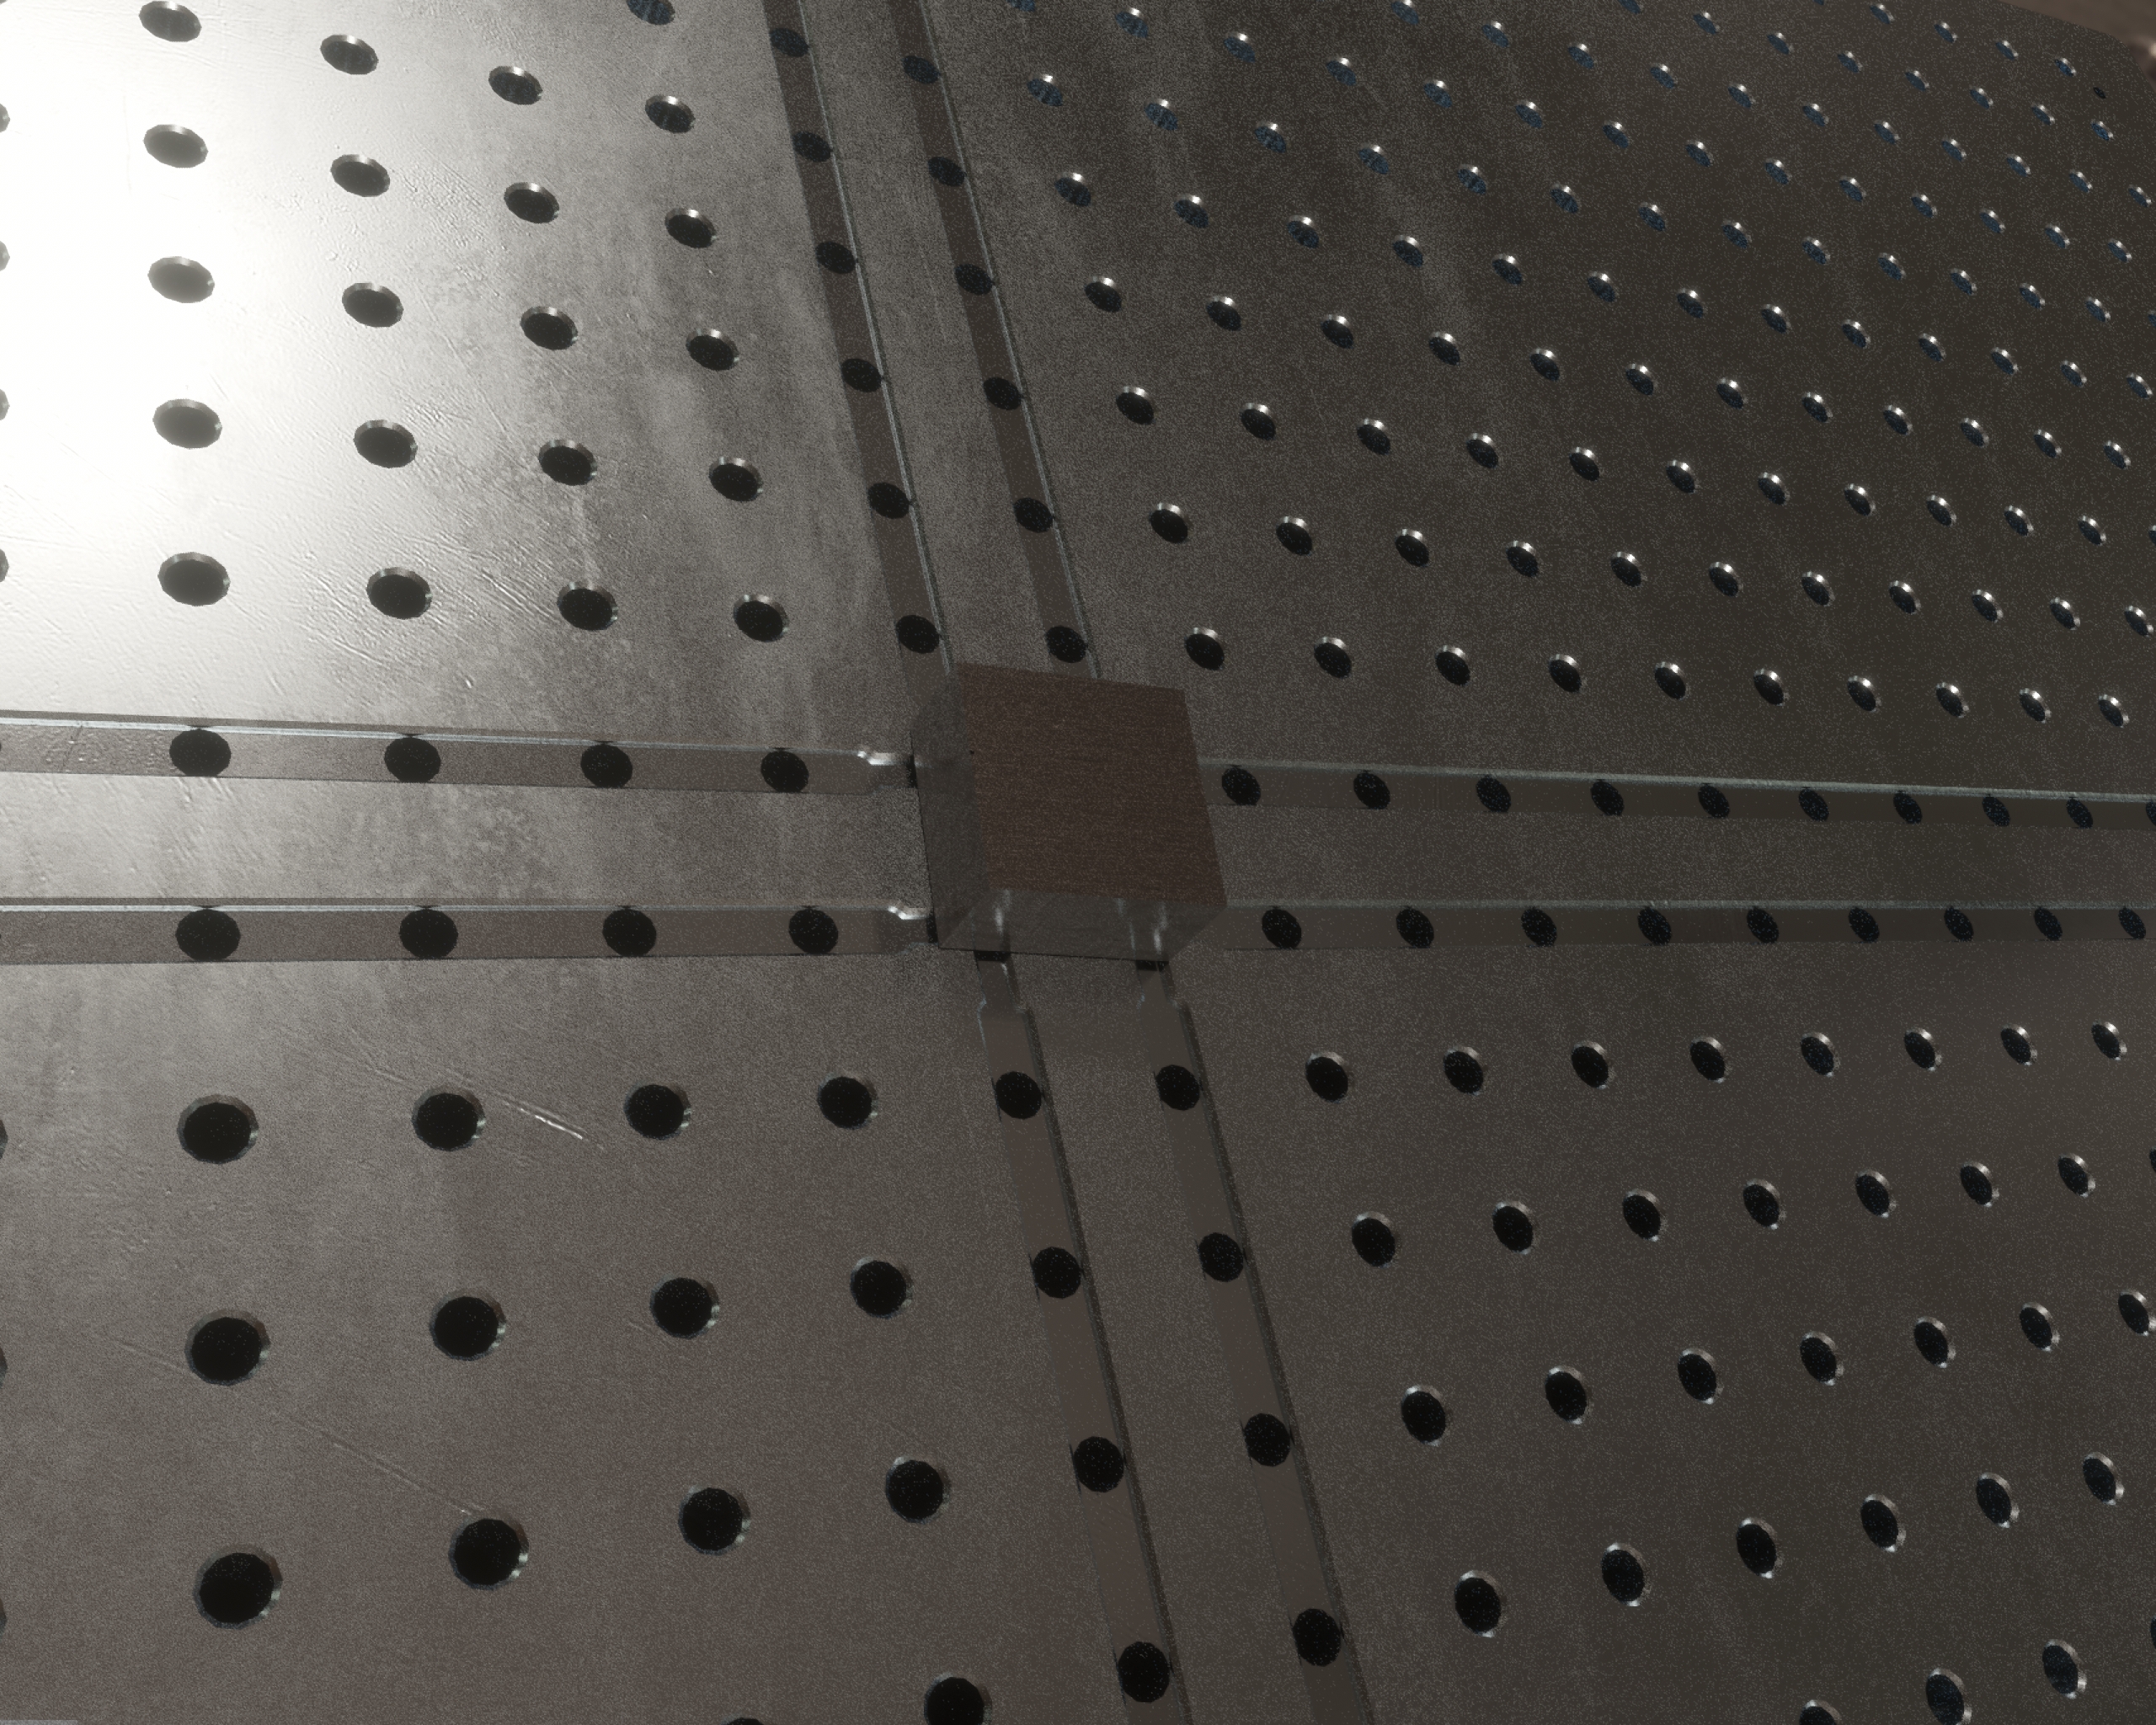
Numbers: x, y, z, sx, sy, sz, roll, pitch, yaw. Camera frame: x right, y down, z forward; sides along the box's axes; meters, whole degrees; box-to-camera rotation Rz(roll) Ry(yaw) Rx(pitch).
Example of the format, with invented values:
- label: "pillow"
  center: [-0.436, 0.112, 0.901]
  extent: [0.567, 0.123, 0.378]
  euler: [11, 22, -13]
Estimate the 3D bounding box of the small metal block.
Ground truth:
- label: "small metal block"
  center: [-0.003, -0.009, 0.414]
  extent: [0.050, 0.025, 0.050]
  euler: [5, 60, -26]
